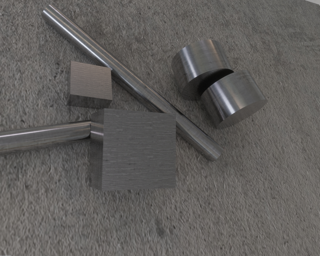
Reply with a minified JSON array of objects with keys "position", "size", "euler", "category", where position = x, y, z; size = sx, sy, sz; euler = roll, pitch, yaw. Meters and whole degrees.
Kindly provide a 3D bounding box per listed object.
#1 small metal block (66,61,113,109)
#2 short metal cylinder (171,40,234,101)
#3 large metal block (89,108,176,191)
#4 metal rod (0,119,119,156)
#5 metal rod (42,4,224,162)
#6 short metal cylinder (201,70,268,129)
[{"position":[-0.089,-0.052,0.388],"size":[0.050,0.025,0.050],"euler":[6,59,-25],"category":"small metal block"},{"position":[0.062,-0.082,0.452],"size":[0.081,0.080,0.050],"euler":[-4,64,-30],"category":"short metal cylinder"},{"position":[-0.030,0.024,0.339],"size":[0.081,0.050,0.080],"euler":[3,84,-27],"category":"large metal block"},{"position":[-0.181,0.019,0.294],"size":[0.303,0.025,0.025],"euler":[-9,67,-32],"category":"metal rod"},{"position":[-0.036,-0.060,0.420],"size":[0.300,0.025,0.025],"euler":[40,51,-1],"category":"metal rod"},{"position":[0.106,-0.040,0.450],"size":[0.081,0.080,0.050],"euler":[-15,70,-34],"category":"short metal cylinder"}]
